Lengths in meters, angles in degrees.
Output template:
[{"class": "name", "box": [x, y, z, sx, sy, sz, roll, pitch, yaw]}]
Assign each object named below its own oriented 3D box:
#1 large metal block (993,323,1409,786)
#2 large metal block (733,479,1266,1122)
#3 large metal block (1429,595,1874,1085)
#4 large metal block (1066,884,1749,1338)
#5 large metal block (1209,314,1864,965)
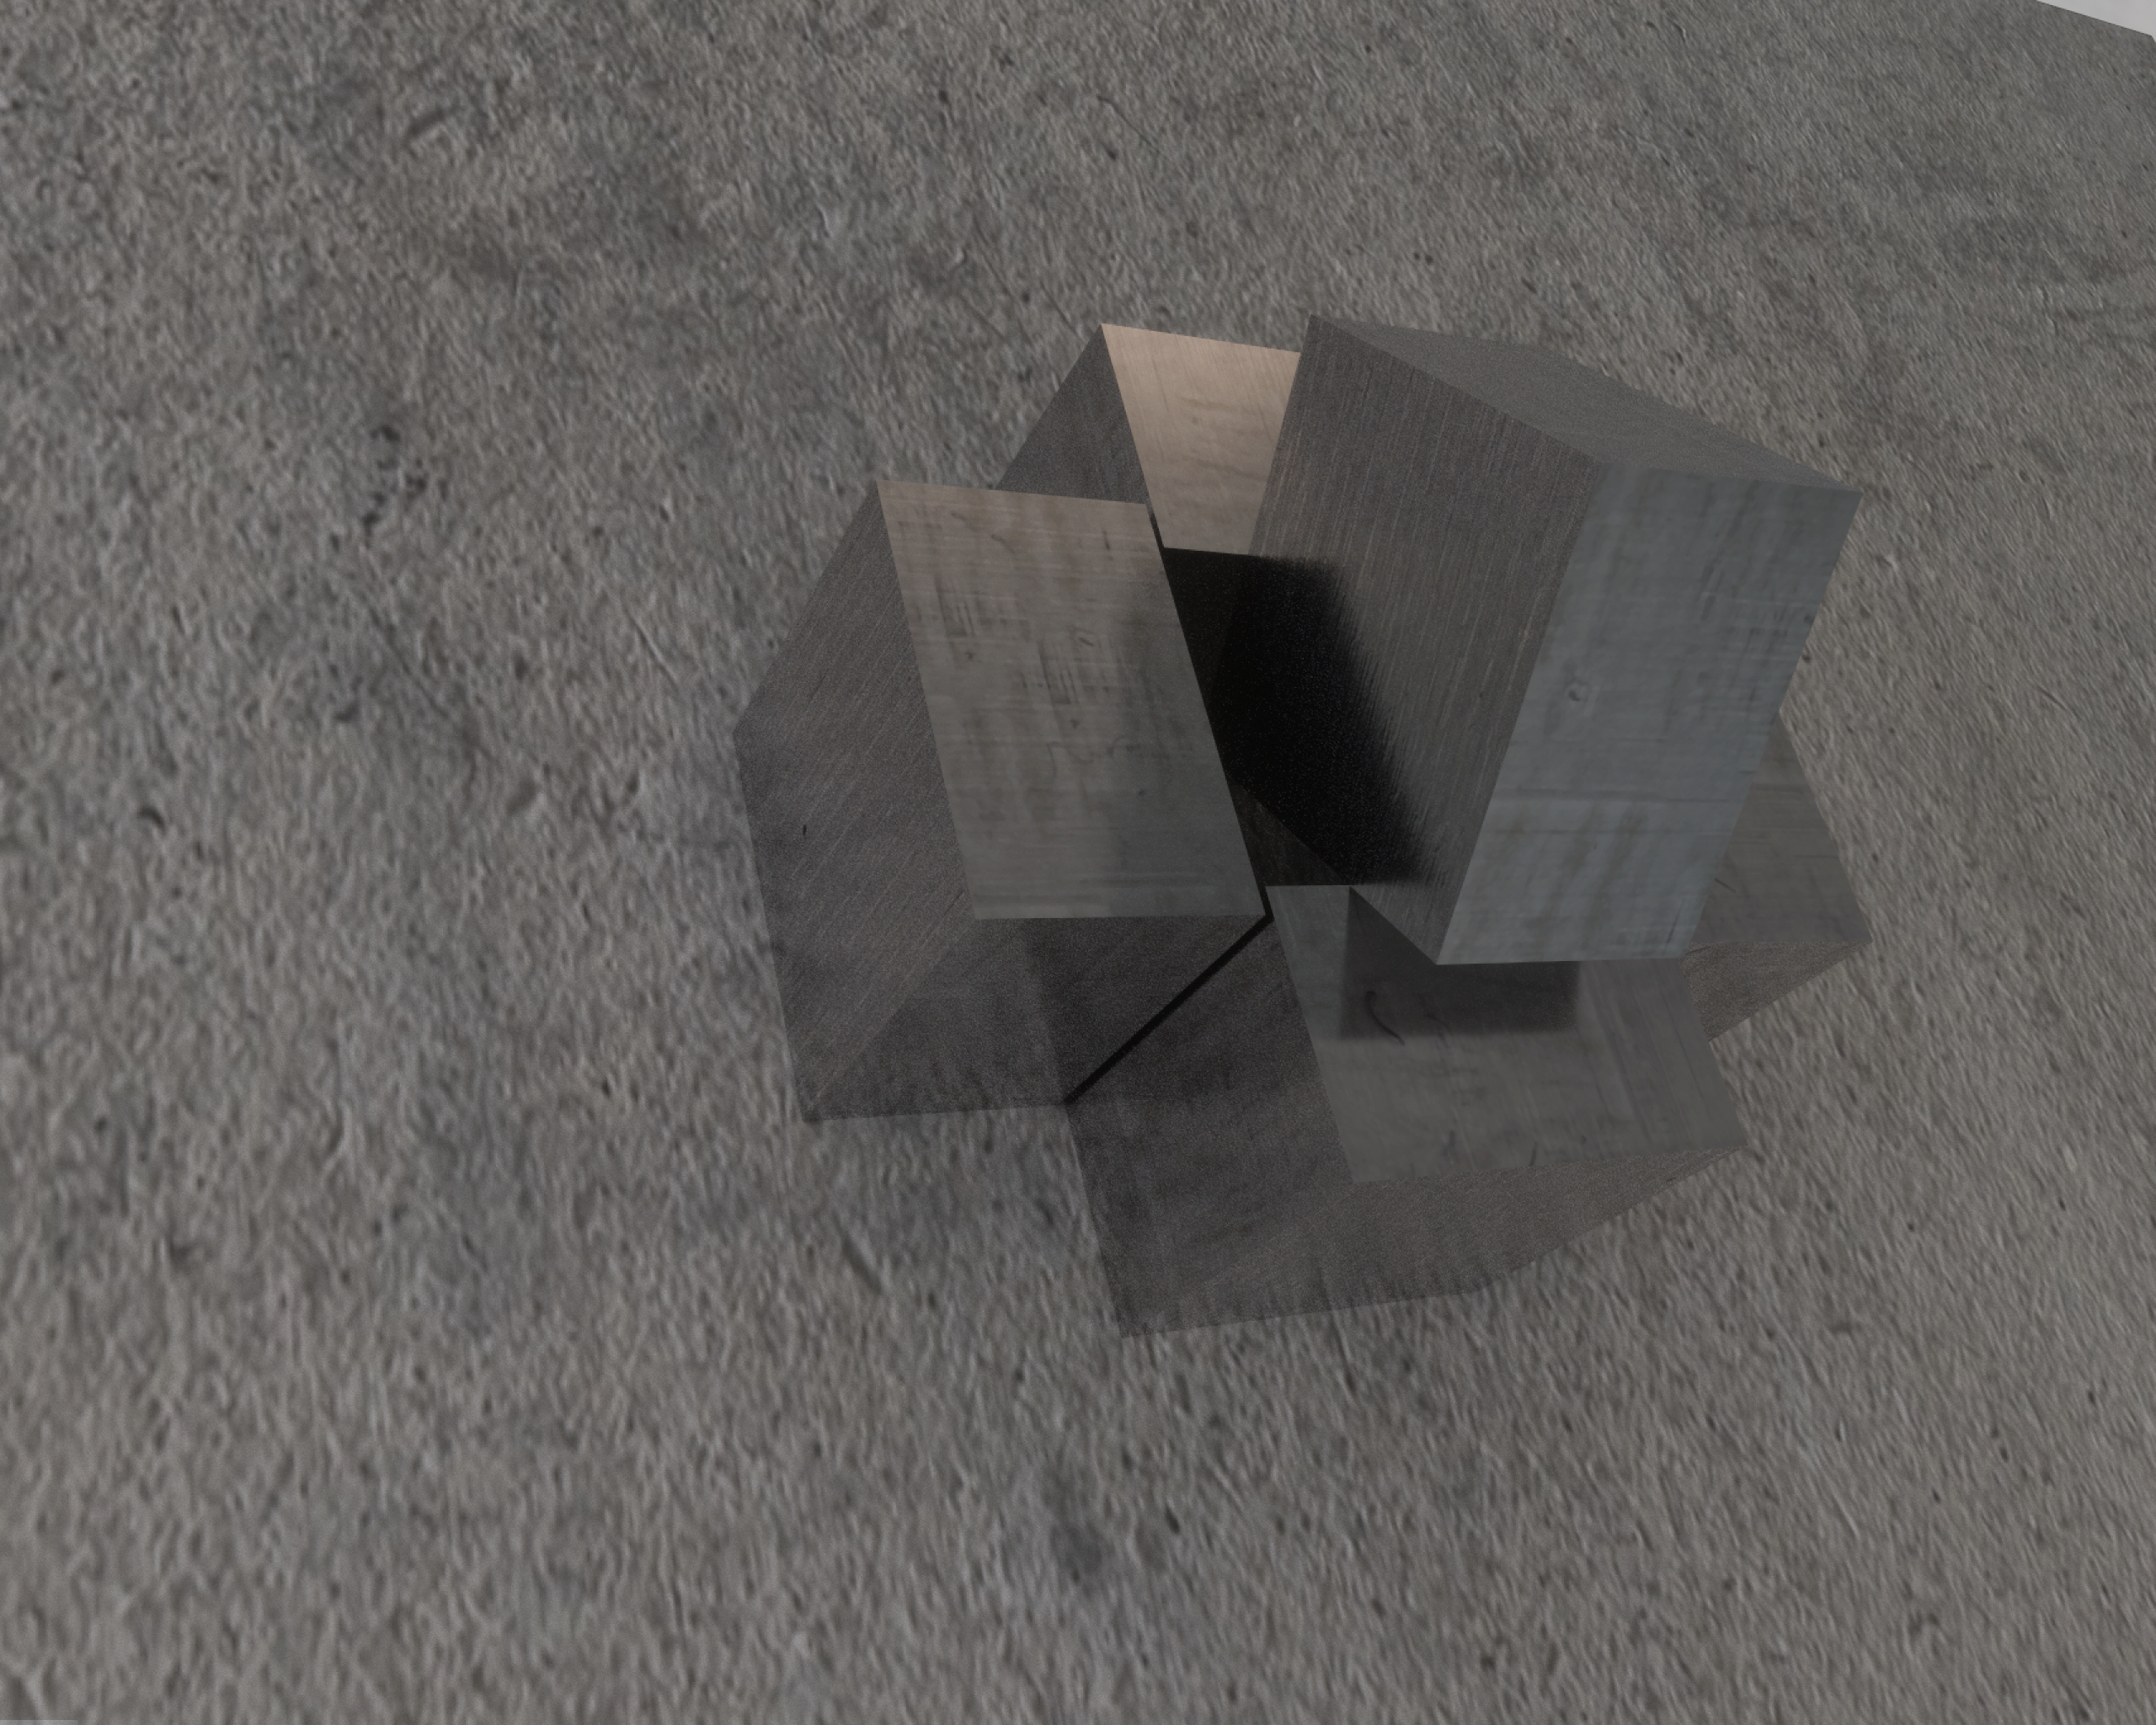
[{"class": "large metal block", "box": [0.028, -0.057, 0.418, 0.081, 0.080, 0.050, 1, 62, -28]}, {"class": "large metal block", "box": [-0.018, -0.008, 0.364, 0.050, 0.080, 0.080, 0, 62, -28]}, {"class": "large metal block", "box": [0.101, -0.002, 0.424, 0.050, 0.080, 0.080, 1, 61, -28]}, {"class": "large metal block", "box": [0.054, 0.044, 0.371, 0.081, 0.080, 0.050, 0, 62, -28]}, {"class": "large metal block", "box": [0.069, -0.038, 0.345, 0.050, 0.079, 0.080, 0, 27, -28]}]
